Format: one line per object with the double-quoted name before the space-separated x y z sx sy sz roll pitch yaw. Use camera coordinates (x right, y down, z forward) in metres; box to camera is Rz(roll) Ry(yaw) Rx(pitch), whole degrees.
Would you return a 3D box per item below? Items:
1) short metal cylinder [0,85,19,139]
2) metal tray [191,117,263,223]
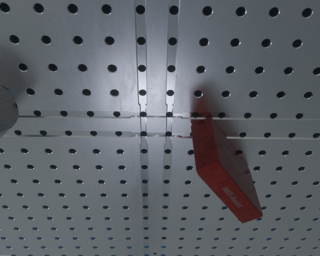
"short metal cylinder" -0.217 -0.016 0.360 0.050 0.080 0.080 -37 121 27
"metal tray" 0.090 0.057 0.418 0.030 0.090 0.130 -28 125 21
